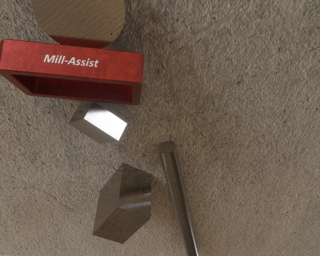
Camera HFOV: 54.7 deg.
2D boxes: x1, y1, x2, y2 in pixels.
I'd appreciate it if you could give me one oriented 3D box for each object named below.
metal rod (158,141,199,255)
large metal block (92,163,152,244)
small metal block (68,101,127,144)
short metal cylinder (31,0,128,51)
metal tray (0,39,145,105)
[{"bbox_3d":[0.037,0.138,0.525,0.025,0.025,0.298,-9,130,7],"label":"metal rod"},{"bbox_3d":[-0.056,0.114,0.467,0.050,0.080,0.080,26,125,-21],"label":"large metal block"},{"bbox_3d":[-0.078,-0.005,0.387,0.050,0.025,0.050,36,154,-27],"label":"small metal block"},{"bbox_3d":[-0.070,-0.120,0.288,0.081,0.050,0.079,0,130,0],"label":"short metal cylinder"},{"bbox_3d":[-0.084,-0.054,0.323,0.131,0.030,0.090,5,171,-5],"label":"metal tray"}]
